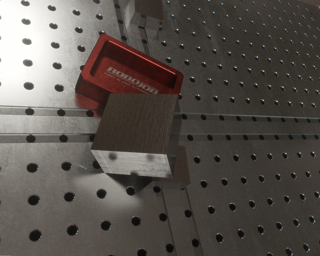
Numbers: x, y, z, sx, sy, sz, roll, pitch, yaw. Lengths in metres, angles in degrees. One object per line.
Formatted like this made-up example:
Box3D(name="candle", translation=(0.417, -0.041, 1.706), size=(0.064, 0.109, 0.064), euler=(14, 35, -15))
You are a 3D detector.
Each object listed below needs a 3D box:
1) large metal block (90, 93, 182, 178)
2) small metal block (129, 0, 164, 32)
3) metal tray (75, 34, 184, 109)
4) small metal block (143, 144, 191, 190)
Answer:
Box3D(name="large metal block", translation=(-0.022, 0.007, 0.354), size=(0.080, 0.050, 0.080), euler=(2, 54, 13))
Box3D(name="small metal block", translation=(-0.023, -0.194, 0.516), size=(0.050, 0.025, 0.050), euler=(10, 58, -24))
Box3D(name="metal tray", translation=(-0.037, -0.064, 0.425), size=(0.131, 0.030, 0.090), euler=(24, 53, -14))
Box3D(name="small metal block", translation=(0.007, 0.048, 0.384), size=(0.050, 0.025, 0.050), euler=(8, 58, -24))
